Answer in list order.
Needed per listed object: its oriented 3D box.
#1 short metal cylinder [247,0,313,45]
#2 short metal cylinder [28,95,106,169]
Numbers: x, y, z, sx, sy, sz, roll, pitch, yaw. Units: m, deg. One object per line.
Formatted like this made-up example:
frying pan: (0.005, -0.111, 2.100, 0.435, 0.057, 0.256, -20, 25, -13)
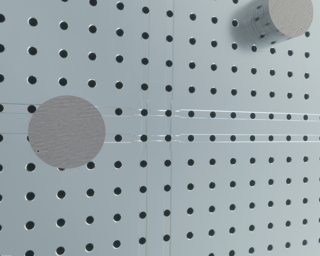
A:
short metal cylinder: (0.179, -0.170, 0.465, 0.081, 0.050, 0.080, 0, 90, -20)
short metal cylinder: (-0.108, 0.004, 0.359, 0.081, 0.050, 0.080, 0, 90, -20)
